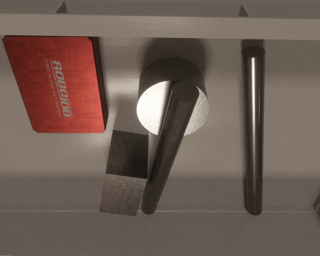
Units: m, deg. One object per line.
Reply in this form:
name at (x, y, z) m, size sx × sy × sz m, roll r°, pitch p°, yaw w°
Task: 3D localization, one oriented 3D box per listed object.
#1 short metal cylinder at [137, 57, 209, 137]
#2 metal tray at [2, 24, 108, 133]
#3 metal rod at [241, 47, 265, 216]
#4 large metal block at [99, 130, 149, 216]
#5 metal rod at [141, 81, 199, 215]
short metal cylinder at (0.014, -0.035, 0.363) m, size 0.081 × 0.050 × 0.079 m, roll 0°, pitch 130°, yaw 0°
metal tray at (-0.113, -0.052, 0.360) m, size 0.091 × 0.030 × 0.129 m, roll 0°, pitch 130°, yaw -1°
metal rod at (0.132, 0.028, 0.434) m, size 0.025 × 0.025 × 0.298 m, roll -9°, pitch 130°, yaw 7°
large metal block at (-0.049, 0.061, 0.425) m, size 0.050 × 0.080 × 0.079 m, roll 9°, pitch 130°, yaw -8°
metal rod at (0.002, 0.051, 0.404) m, size 0.025 × 0.025 × 0.298 m, roll 6°, pitch 145°, yaw -6°
